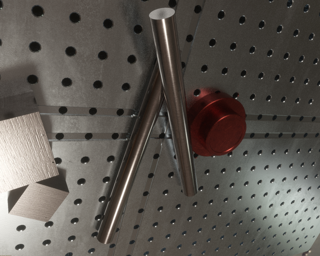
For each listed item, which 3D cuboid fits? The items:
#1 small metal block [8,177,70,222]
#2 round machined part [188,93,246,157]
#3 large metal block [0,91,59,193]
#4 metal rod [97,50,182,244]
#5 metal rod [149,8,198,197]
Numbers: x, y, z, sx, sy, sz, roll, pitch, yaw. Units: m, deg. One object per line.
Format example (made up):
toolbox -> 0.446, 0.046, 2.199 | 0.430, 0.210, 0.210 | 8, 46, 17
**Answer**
small metal block -> -0.150, 0.084, 0.382 | 0.050, 0.025, 0.050 | 30, 102, -38
round machined part -> 0.085, 0.001, 0.450 | 0.099, 0.042, 0.097 | -14, 125, -21
large metal block -> -0.159, 0.017, 0.319 | 0.081, 0.050, 0.079 | -17, 126, -19
metal rod -> -0.035, 0.036, 0.415 | 0.025, 0.025, 0.298 | 7, 115, -32
metal rod -> 0.025, -0.005, 0.400 | 0.025, 0.025, 0.298 | -25, 135, -13
